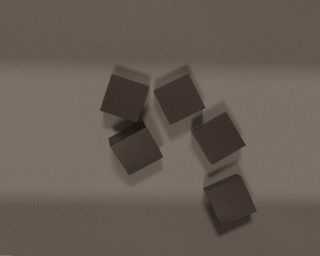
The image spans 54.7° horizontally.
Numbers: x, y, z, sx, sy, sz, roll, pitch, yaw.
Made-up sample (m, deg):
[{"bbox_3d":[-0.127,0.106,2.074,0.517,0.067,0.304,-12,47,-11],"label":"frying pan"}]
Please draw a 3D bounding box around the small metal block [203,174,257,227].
[{"bbox_3d":[0.092,0.095,0.413,0.050,0.025,0.050,-24,90,-1],"label":"small metal block"}]

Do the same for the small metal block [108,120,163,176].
[{"bbox_3d":[-0.031,0.025,0.401,0.050,0.025,0.050,-29,117,0],"label":"small metal block"}]

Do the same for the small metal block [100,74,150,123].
[{"bbox_3d":[-0.046,-0.038,0.411,0.050,0.025,0.050,18,90,-1],"label":"small metal block"}]

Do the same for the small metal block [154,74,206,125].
[{"bbox_3d":[0.025,-0.037,0.412,0.050,0.025,0.050,-26,90,-1],"label":"small metal block"}]

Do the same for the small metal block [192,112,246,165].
[{"bbox_3d":[0.077,0.014,0.413,0.050,0.025,0.050,-30,90,-1],"label":"small metal block"}]
